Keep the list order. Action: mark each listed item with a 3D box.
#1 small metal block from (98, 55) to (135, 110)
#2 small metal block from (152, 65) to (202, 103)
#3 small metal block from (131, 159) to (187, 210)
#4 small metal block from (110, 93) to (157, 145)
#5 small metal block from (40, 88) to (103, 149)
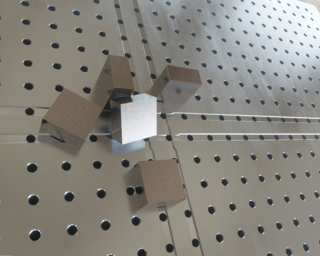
[{"bbox_3d":[-0.057,-0.057,0.397,0.025,0.050,0.050,1,61,-28],"label":"small metal block"},{"bbox_3d":[0.024,-0.062,0.444,0.050,0.050,0.025,4,60,-27],"label":"small metal block"},{"bbox_3d":[-0.002,0.066,0.368,0.050,0.025,0.050,0,62,-29],"label":"small metal block"},{"bbox_3d":[-0.032,-0.012,0.382,0.050,0.050,0.025,-15,25,-34],"label":"small metal block"},{"bbox_3d":[-0.102,-0.011,0.361,0.050,0.025,0.050,29,52,-11],"label":"small metal block"}]
